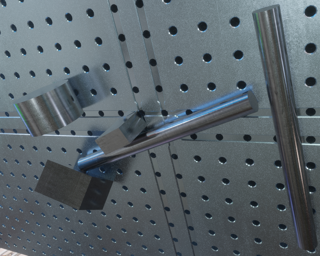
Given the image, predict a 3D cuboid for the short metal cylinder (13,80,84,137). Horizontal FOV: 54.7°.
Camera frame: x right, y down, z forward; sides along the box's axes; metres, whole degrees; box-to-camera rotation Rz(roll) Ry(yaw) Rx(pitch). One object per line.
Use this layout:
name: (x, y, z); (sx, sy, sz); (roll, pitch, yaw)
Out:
short metal cylinder: (-0.156, -0.029, 0.438); (0.080, 0.080, 0.050); (-8, 114, 31)

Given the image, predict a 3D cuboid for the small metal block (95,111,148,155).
small metal block: (-0.053, 0.006, 0.425); (0.050, 0.050, 0.025); (-26, 105, 36)

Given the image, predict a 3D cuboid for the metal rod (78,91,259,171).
metal rod: (-0.012, 0.015, 0.425); (0.299, 0.025, 0.025); (-22, 107, 35)

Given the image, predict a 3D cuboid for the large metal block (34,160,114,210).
large metal block: (-0.133, 0.092, 0.493); (0.080, 0.080, 0.050); (17, 81, 18)

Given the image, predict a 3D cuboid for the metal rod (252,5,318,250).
metal rod: (0.145, 0.019, 0.346); (0.025, 0.025, 0.298); (-6, 116, 30)
